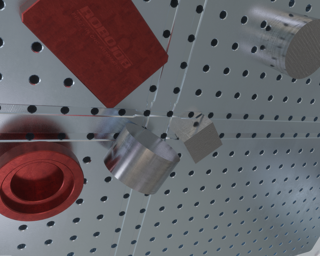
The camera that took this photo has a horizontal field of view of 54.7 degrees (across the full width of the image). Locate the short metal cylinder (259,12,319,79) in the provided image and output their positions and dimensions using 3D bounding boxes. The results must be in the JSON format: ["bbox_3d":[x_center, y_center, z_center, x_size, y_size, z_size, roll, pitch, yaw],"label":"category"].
[{"bbox_3d":[0.186,-0.114,0.426,0.081,0.050,0.079,-14,124,-21],"label":"short metal cylinder"}]

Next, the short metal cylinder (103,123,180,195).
[{"bbox_3d":[-0.022,0.037,0.387,0.080,0.080,0.050,26,104,-37],"label":"short metal cylinder"}]

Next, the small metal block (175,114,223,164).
[{"bbox_3d":[0.058,0.016,0.453,0.050,0.025,0.050,-35,129,-5],"label":"small metal block"}]

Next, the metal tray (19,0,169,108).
[{"bbox_3d":[-0.061,-0.093,0.317,0.090,0.030,0.130,-41,130,0],"label":"metal tray"}]

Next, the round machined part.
[{"bbox_3d":[-0.142,0.056,0.358,0.099,0.042,0.097,-14,124,-21],"label":"round machined part"}]
